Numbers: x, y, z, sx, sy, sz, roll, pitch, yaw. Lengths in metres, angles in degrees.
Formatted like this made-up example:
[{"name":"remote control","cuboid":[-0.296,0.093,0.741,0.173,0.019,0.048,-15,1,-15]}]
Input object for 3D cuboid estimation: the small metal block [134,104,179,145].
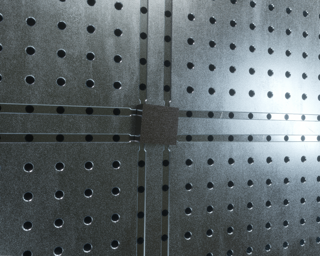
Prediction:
[{"name":"small metal block","cuboid":[-0.004,-0.004,0.412,0.050,0.025,0.050,5,88,-20]}]
